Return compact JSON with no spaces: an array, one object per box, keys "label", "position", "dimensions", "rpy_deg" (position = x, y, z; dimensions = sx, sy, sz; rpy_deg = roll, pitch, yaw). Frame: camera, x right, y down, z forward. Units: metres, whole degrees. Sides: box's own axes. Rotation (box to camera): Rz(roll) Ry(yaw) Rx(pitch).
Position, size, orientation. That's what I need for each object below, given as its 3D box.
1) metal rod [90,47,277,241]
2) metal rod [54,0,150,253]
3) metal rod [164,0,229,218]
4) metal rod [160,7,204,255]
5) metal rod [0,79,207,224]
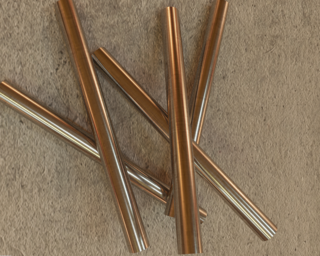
[{"label":"metal rod","position":[0.026,0.017,0.375],"dimensions":[0.025,0.025,0.300],"rpy_deg":[-43,88,-15]},{"label":"metal rod","position":[-0.068,-0.004,0.361],"dimensions":[0.025,0.025,0.299],"rpy_deg":[-17,88,-19]},{"label":"metal rod","position":[0.052,-0.033,0.413],"dimensions":[0.025,0.025,0.299],"rpy_deg":[17,79,-19]},{"label":"metal rod","position":[0.021,-0.016,0.358],"dimensions":[0.025,0.025,0.299],"rpy_deg":[5,66,-20]},{"label":"metal rod","position":[-0.061,0.040,0.386],"dimensions":[0.301,0.025,0.025],"rpy_deg":[36,79,-17]}]
